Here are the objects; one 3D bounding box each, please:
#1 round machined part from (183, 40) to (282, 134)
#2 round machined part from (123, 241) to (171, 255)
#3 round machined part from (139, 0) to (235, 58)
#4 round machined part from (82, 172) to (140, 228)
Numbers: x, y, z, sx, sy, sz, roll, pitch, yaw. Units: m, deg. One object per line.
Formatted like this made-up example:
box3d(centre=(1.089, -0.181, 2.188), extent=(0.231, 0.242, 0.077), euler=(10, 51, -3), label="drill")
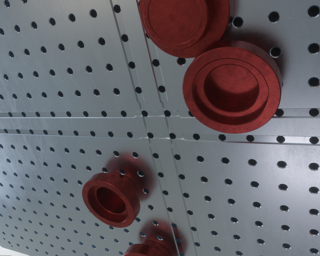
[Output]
box3d(centre=(0.077, -0.045, 0.328), extent=(0.098, 0.042, 0.097), euler=(12, 127, 16), label="round machined part")
box3d(centre=(-0.016, 0.244, 0.561), extent=(0.098, 0.042, 0.097), euler=(13, 124, 21), label="round machined part")
box3d(centre=(0.022, -0.118, 0.316), extent=(0.098, 0.042, 0.097), euler=(13, 124, 21), label="round machined part")
box3d(centre=(-0.075, 0.113, 0.510), extent=(0.098, 0.042, 0.097), euler=(13, 124, 21), label="round machined part")
